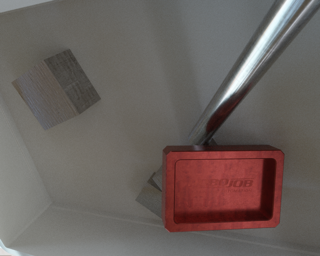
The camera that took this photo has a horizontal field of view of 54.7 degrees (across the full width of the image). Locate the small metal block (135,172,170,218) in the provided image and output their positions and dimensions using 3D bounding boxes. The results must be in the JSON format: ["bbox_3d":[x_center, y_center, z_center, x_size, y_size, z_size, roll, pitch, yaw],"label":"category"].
[{"bbox_3d":[-0.003,0.103,0.473,0.050,0.025,0.050,34,129,5],"label":"small metal block"}]

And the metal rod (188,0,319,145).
[{"bbox_3d":[0.071,-0.045,0.258,0.025,0.025,0.299,34,156,6],"label":"metal rod"}]

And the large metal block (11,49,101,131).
[{"bbox_3d":[-0.145,-0.052,0.434,0.080,0.050,0.080,-19,109,35],"label":"large metal block"}]

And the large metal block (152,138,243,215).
[{"bbox_3d":[0.052,0.071,0.408,0.080,0.050,0.080,-28,104,37],"label":"large metal block"}]

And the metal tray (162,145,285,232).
[{"bbox_3d":[0.069,0.066,0.348,0.131,0.030,0.089,0,98,-8],"label":"metal tray"}]
